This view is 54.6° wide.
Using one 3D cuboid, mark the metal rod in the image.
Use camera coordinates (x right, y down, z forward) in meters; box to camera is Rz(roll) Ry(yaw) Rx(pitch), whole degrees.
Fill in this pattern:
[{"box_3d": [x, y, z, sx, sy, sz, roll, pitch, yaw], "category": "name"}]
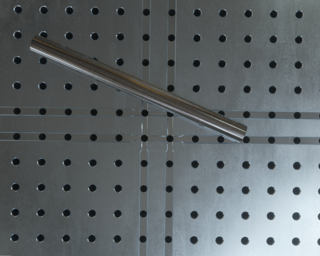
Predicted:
[{"box_3d": [-0.028, -0.052, 0.413, 0.301, 0.025, 0.025, 24, 90, 0], "category": "metal rod"}]
